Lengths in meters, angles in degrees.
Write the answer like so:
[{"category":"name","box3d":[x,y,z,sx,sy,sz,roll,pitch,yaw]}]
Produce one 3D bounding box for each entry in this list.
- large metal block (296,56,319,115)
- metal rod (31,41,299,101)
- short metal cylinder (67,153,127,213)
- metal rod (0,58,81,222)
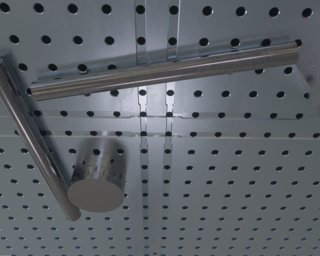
[{"category":"large metal block","box3d":[0.209,-0.047,0.338,0.080,0.080,0.050,-25,126,19]},{"category":"metal rod","box3d":[0.000,-0.064,0.357,0.302,0.025,0.025,-7,130,6]},{"category":"short metal cylinder","box3d":[-0.092,0.083,0.465,0.081,0.050,0.079,0,130,0]},{"category":"metal rod","box3d":[-0.169,0.040,0.443,0.025,0.025,0.298,-6,130,5]}]
